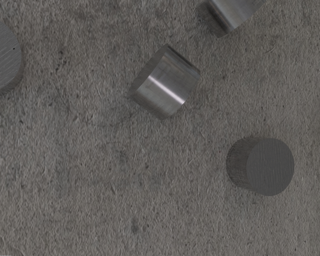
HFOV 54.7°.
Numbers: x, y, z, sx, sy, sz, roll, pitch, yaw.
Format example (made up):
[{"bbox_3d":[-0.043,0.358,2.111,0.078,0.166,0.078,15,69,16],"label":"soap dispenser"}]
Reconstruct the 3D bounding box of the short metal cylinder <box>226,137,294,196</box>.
[{"bbox_3d":[0.144,0.054,0.449,0.081,0.050,0.080,0,90,-20],"label":"short metal cylinder"}]

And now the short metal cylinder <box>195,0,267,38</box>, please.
[{"bbox_3d":[0.094,-0.167,0.414,0.080,0.080,0.050,-46,105,-14],"label":"short metal cylinder"}]

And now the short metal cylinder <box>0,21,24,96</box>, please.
[{"bbox_3d":[-0.188,-0.073,0.326,0.081,0.050,0.080,0,90,-20],"label":"short metal cylinder"}]

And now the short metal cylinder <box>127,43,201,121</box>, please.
[{"bbox_3d":[0.004,-0.056,0.381,0.050,0.080,0.080,36,78,-17],"label":"short metal cylinder"}]
